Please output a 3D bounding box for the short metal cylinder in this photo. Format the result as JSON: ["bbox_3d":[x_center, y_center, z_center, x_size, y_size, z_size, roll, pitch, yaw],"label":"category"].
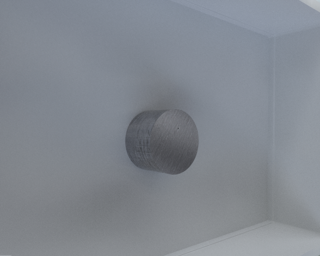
[{"bbox_3d":[0.003,0.017,0.395,0.081,0.050,0.079,0,90,-40],"label":"short metal cylinder"}]
